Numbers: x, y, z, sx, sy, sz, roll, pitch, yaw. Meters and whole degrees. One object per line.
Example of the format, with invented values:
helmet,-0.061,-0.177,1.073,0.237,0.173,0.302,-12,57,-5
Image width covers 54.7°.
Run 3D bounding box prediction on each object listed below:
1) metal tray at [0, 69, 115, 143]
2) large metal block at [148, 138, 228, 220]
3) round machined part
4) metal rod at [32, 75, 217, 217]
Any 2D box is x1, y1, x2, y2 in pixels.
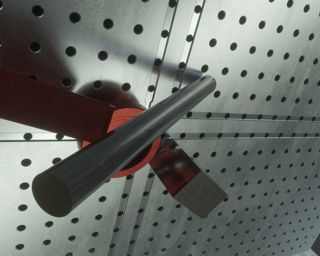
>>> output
metal tray,-0.098,-0.023,0.264,0.091,0.130,0.030,18,91,-22
large metal block,0.039,0.072,0.444,0.050,0.080,0.080,-44,130,2
round machined part,-0.052,0.010,0.379,0.099,0.042,0.097,-14,125,-21
metal rod,0.005,-0.013,0.285,0.301,0.025,0.025,-38,147,-60
